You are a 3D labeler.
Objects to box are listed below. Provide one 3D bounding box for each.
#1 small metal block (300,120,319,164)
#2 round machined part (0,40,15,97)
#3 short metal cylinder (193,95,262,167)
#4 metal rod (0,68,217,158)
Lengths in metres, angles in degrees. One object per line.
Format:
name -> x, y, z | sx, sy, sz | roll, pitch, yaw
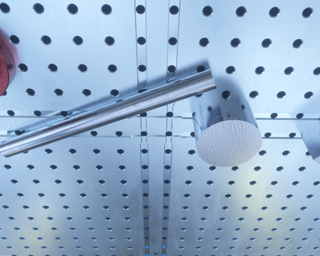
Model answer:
small metal block -> 0.223, 0.016, 0.411 | 0.025, 0.050, 0.050 | 29, 124, -23
round machined part -> -0.219, -0.067, 0.341 | 0.099, 0.042, 0.097 | 0, 130, 0
short metal cylinder -> 0.085, 0.005, 0.400 | 0.081, 0.050, 0.079 | 0, 130, 0
metal rod -> -0.077, -0.014, 0.398 | 0.301, 0.025, 0.025 | -17, 128, 14
